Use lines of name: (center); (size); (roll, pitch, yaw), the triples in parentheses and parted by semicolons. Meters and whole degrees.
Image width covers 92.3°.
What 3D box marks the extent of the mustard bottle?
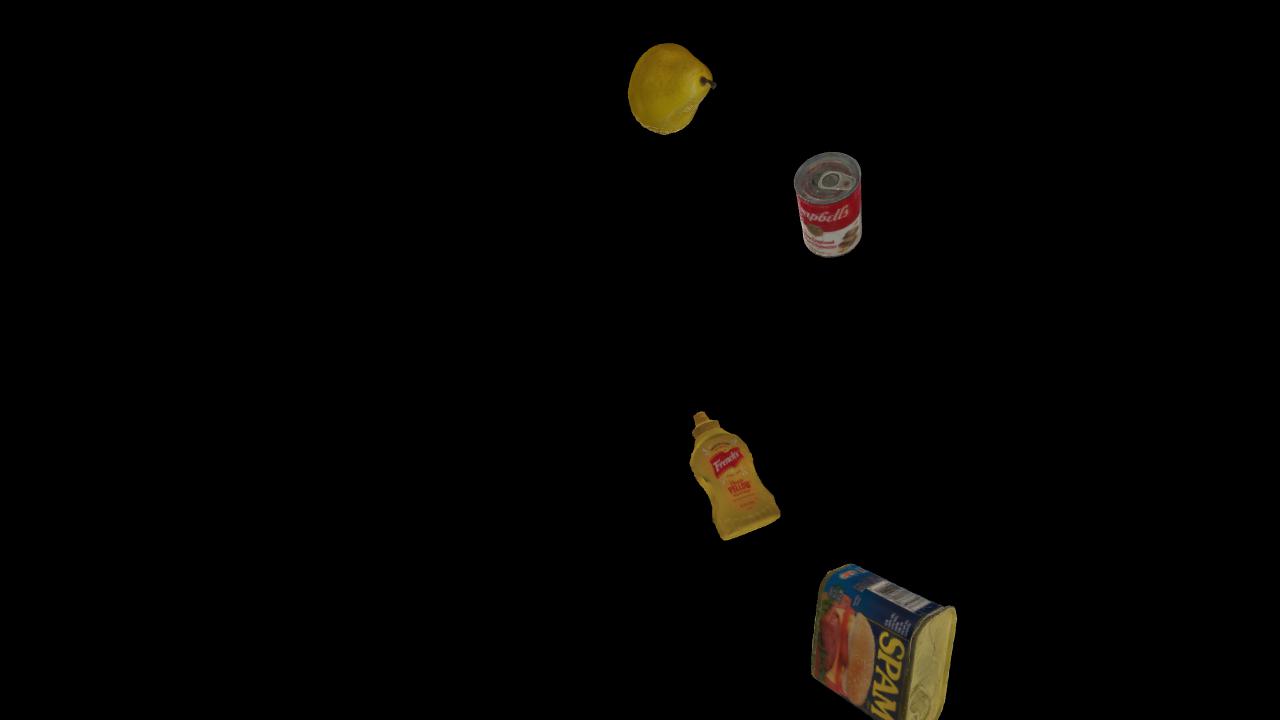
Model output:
mustard bottle: (0.120, 0.156, 0.879); (0.092, 0.184, 0.054); (-18, -25, -11)

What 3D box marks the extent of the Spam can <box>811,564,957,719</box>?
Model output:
Spam can: (0.184, 0.220, 0.474); (0.058, 0.101, 0.085); (-4, 12, -37)

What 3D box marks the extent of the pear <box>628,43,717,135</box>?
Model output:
pear: (0.037, -0.257, 0.569); (0.080, 0.080, 0.111); (0, 4, -30)

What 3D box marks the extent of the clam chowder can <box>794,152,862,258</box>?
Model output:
clam chowder can: (0.209, -0.168, 0.678); (0.068, 0.068, 0.102); (0, -25, 21)
